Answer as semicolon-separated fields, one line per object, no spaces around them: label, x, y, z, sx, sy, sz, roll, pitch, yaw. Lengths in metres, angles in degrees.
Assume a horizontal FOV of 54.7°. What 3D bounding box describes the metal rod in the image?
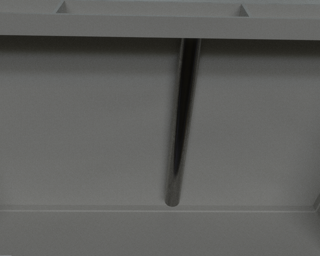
metal rod;0.027;0.006;0.414;0.025;0.025;0.298;2;130;-2
